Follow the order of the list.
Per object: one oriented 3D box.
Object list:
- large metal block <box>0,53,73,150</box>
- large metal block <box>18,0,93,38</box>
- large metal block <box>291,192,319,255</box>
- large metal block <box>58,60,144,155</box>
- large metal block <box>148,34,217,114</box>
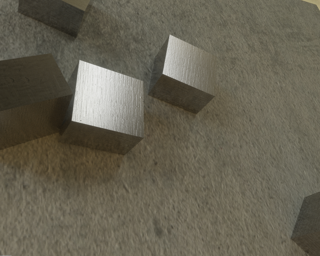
[{"bbox_3d":[-0.142,-0.023,0.306,0.081,0.080,0.050,-21,73,-36],"label":"large metal block"},{"bbox_3d":[-0.137,-0.184,0.427,0.080,0.050,0.080,22,53,-16],"label":"large metal block"},{"bbox_3d":[0.242,0.145,0.432,0.080,0.050,0.080,42,51,0],"label":"large metal block"},{"bbox_3d":[-0.066,-0.021,0.361,0.081,0.050,0.080,15,55,-27],"label":"large metal block"},{"bbox_3d":[0.034,-0.078,0.456,0.080,0.050,0.080,21,54,-16],"label":"large metal block"}]
